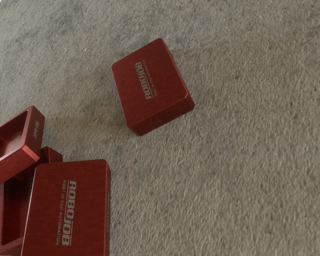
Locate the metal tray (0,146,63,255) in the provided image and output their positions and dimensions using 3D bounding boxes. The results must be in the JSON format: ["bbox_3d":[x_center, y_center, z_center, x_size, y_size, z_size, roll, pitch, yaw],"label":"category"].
[{"bbox_3d":[-0.178,0.099,0.430,0.090,0.030,0.130,-26,53,11],"label":"metal tray"}]

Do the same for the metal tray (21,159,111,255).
[{"bbox_3d":[-0.107,0.104,0.370,0.091,0.030,0.130,-4,57,-1],"label":"metal tray"}]

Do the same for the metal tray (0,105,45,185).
[{"bbox_3d":[-0.226,0.025,0.472,0.090,0.030,0.130,-32,33,3],"label":"metal tray"}]

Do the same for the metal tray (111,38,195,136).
[{"bbox_3d":[-0.014,-0.062,0.445,0.090,0.030,0.130,-27,52,10],"label":"metal tray"}]
